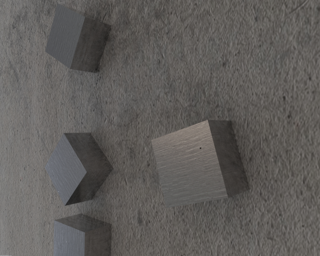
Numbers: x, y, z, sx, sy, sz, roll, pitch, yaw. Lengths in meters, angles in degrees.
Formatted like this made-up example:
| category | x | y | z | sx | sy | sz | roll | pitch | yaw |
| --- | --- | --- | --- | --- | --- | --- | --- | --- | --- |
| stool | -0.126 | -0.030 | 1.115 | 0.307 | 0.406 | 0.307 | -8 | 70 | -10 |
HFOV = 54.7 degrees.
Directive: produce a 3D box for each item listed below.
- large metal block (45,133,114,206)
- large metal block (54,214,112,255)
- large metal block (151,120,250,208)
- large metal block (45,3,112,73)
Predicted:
| category | x | y | z | sx | sy | sz | roll | pitch | yaw |
| --- | --- | --- | --- | --- | --- | --- | --- | --- | --- |
| large metal block | -0.132 | 0.064 | 0.498 | 0.080 | 0.050 | 0.080 | 51 | 120 | 27 |
| large metal block | -0.124 | 0.189 | 0.491 | 0.080 | 0.050 | 0.079 | 2 | 91 | 40 |
| large metal block | 0.044 | 0.041 | 0.352 | 0.080 | 0.050 | 0.080 | -21 | 77 | 38 |
| large metal block | -0.133 | -0.144 | 0.499 | 0.080 | 0.050 | 0.079 | 35 | 111 | 34 |
